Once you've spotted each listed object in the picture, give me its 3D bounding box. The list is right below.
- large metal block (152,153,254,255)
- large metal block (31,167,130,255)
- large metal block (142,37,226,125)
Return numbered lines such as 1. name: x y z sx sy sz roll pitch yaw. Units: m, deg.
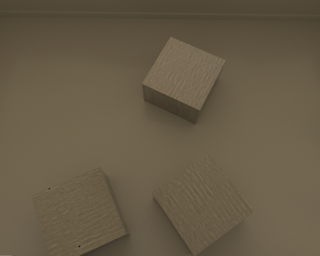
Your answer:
1. large metal block: 0.047 0.090 0.364 0.080 0.050 0.080 -32 73 -11
2. large metal block: -0.089 0.102 0.358 0.080 0.050 0.080 -23 72 -8
3. large metal block: 0.031 -0.063 0.420 0.080 0.050 0.080 26 72 9
